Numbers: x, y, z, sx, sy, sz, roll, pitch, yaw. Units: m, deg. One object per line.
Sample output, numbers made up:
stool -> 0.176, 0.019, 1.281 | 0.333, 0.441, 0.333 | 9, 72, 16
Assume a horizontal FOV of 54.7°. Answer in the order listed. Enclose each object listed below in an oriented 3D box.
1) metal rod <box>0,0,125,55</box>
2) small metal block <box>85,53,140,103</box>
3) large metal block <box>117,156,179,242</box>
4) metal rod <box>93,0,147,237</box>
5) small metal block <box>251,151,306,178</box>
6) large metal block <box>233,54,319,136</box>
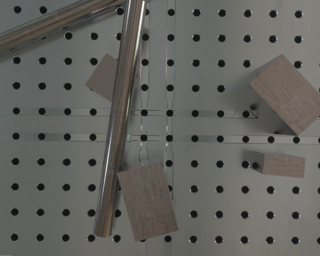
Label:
metal rod -> -0.096, -0.159, 0.412 | 0.301, 0.025, 0.025 | -23, 90, 0
small metal block -> -0.062, -0.063, 0.413 | 0.050, 0.025, 0.050 | 34, 90, 0
large metal block -> -0.014, 0.082, 0.386 | 0.050, 0.080, 0.080 | -15, 90, 0
metal rod -> -0.052, -0.006, 0.392 | 0.025, 0.025, 0.298 | 9, 98, 0
small metal block -> 0.151, 0.046, 0.402 | 0.050, 0.050, 0.025 | 6, 90, 0
large metal block -> 0.146, -0.037, 0.387 | 0.050, 0.080, 0.080 | -43, 90, 0
